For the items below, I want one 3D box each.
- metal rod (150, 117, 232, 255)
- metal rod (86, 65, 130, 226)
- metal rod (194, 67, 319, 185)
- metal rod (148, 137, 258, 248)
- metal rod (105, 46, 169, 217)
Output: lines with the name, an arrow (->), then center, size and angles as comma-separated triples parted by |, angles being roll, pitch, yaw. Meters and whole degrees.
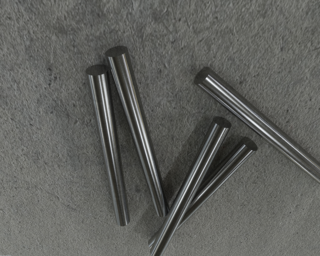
metal rod -> 0.037, 0.110, 0.482 | 0.025, 0.025, 0.298 | 13, 124, -11
metal rod -> -0.068, 0.048, 0.446 | 0.025, 0.025, 0.298 | -1, 130, 1
metal rod -> 0.161, 0.015, 0.421 | 0.301, 0.025, 0.025 | 34, 122, -26
metal rod -> 0.056, 0.123, 0.512 | 0.025, 0.025, 0.298 | 21, 127, -17
metal rod -> -0.021, 0.029, 0.431 | 0.025, 0.025, 0.298 | -8, 130, 6
